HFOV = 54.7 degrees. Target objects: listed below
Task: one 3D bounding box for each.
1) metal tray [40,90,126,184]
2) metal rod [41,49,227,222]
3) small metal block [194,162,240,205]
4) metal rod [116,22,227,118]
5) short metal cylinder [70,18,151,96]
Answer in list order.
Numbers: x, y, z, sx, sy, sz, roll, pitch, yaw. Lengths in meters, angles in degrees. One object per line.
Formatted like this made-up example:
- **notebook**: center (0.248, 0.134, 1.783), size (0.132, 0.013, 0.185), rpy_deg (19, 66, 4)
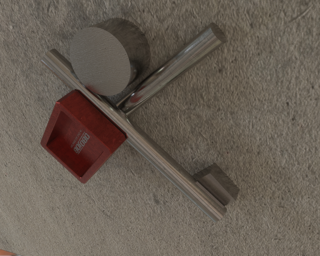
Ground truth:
- **metal tray**: center (-0.110, 0.018, 0.422), size (0.090, 0.030, 0.129), rpy_deg (43, 141, -2)
- **metal rod**: center (-0.031, 0.011, 0.398), size (0.300, 0.025, 0.025), rpy_deg (43, 129, -2)
- **small metal block**: center (0.070, 0.082, 0.420), size (0.050, 0.025, 0.050), rpy_deg (47, 129, -6)
- **metal rod**: center (-0.039, -0.033, 0.407), size (0.299, 0.025, 0.025), rpy_deg (-33, 100, 38)
- **short metal cylinder**: center (-0.058, -0.085, 0.368), size (0.080, 0.050, 0.079), rpy_deg (13, 124, 20)
